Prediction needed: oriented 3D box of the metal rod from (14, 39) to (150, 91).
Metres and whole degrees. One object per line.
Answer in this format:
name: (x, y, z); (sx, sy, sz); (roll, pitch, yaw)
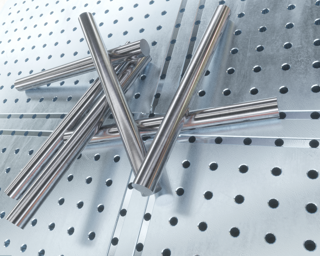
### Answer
metal rod: (-0.147, -0.100, 0.525); (0.300, 0.025, 0.025); (-7, 58, 32)

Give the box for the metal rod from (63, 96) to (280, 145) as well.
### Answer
metal rod: (-0.002, -0.003, 0.412); (0.300, 0.025, 0.025); (-8, 58, 23)

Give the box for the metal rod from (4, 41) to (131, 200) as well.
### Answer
metal rod: (-0.134, -0.017, 0.490); (0.025, 0.025, 0.300); (29, 77, 37)

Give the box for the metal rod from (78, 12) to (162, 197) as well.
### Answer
metal rod: (-0.063, -0.049, 0.425); (0.025, 0.025, 0.299); (-28, 64, 10)

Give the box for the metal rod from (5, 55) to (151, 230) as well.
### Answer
metal rod: (-0.097, -0.002, 0.427); (0.025, 0.025, 0.301); (13, 57, 33)

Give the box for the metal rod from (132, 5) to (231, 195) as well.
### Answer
metal rod: (0.038, -0.055, 0.396); (0.025, 0.025, 0.300); (7, 57, 31)
